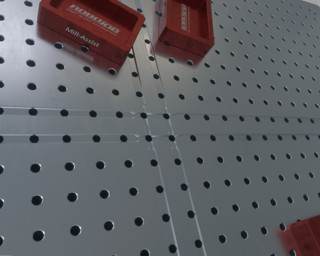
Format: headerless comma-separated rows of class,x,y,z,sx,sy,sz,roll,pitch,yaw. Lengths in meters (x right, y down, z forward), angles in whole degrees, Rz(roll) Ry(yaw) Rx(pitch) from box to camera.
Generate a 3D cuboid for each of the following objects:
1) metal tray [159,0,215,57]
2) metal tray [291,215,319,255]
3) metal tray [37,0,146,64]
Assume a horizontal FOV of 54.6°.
metal tray,0.047,-0.195,0.548,0.091,0.030,0.130,15,56,-20
metal tray,0.258,0.165,0.442,0.131,0.030,0.090,-4,64,-30
metal tray,-0.095,-0.159,0.450,0.131,0.030,0.090,26,53,-12
